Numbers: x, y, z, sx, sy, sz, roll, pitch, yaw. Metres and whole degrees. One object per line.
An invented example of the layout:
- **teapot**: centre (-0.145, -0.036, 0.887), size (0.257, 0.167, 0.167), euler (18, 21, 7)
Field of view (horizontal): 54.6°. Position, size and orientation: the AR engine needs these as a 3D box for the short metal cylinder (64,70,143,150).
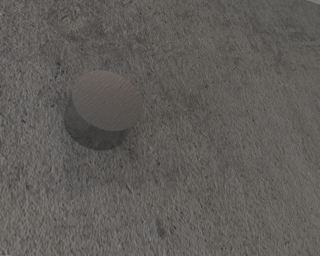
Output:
- **short metal cylinder**: centre (-0.067, -0.020, 0.364), size (0.081, 0.050, 0.080), euler (13, 56, -21)
